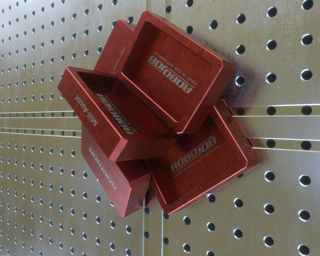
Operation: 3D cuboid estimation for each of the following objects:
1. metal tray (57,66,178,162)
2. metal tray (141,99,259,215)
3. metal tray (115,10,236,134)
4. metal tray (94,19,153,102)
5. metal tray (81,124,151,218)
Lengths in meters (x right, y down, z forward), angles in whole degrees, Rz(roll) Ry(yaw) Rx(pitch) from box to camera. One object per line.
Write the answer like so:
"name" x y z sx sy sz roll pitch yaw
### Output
"metal tray" -0.050 -0.019 0.366 0.130 0.091 0.030 48 119 29
"metal tray" 0.039 0.035 0.371 0.129 0.030 0.090 -41 66 32
"metal tray" 0.011 -0.065 0.356 0.130 0.030 0.089 44 116 31
"metal tray" -0.053 -0.076 0.447 0.090 0.030 0.129 46 117 30
"metal tray" -0.068 0.049 0.435 0.130 0.030 0.089 50 145 28
